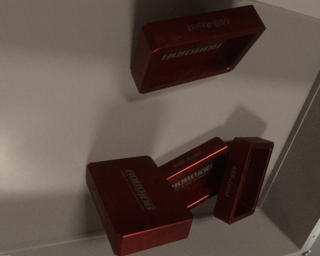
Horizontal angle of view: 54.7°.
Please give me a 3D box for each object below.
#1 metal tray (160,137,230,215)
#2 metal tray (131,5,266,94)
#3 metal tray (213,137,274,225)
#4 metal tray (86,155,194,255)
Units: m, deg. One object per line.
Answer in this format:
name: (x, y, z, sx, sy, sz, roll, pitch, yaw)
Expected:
metal tray: (0.052, 0.080, 0.485, 0.131, 0.030, 0.090, -27, 128, -12)
metal tray: (0.039, -0.085, 0.343, 0.131, 0.030, 0.090, -17, 163, -19)
metal tray: (0.135, 0.080, 0.495, 0.091, 0.030, 0.129, 2, 104, -49)
metal tray: (-0.030, 0.086, 0.379, 0.091, 0.130, 0.030, -5, 121, -26)
